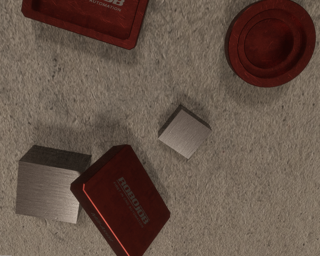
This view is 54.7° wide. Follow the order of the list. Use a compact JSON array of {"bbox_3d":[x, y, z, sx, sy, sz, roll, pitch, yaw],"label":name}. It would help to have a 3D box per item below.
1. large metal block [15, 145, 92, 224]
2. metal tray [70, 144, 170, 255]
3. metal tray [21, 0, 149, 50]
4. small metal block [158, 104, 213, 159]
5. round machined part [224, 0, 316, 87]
[{"bbox_3d":[-0.144,0.076,0.422,0.081,0.050,0.079,11,110,-5],"label":"large metal block"},{"bbox_3d":[-0.047,0.098,0.410,0.030,0.090,0.130,-10,115,43],"label":"metal tray"},{"bbox_3d":[-0.079,-0.152,0.350,0.131,0.030,0.089,16,109,-7],"label":"metal tray"},{"bbox_3d":[0.032,0.005,0.412,0.050,0.025,0.050,35,106,-12],"label":"small metal block"},{"bbox_3d":[0.125,-0.100,0.366,0.099,0.042,0.097,0,110,-1],"label":"round machined part"}]
